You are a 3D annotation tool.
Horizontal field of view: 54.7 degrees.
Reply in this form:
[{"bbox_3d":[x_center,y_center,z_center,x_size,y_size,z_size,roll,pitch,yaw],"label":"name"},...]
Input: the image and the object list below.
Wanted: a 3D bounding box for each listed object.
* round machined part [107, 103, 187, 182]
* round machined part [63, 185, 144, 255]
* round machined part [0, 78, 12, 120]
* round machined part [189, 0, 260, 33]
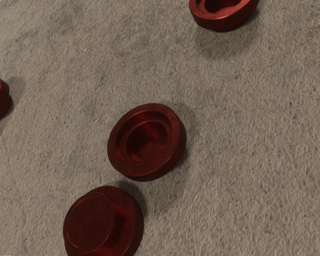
[{"bbox_3d":[-0.013,0.021,0.385,0.098,0.042,0.098,-13,56,20],"label":"round machined part"},{"bbox_3d":[-0.072,0.113,0.360,0.098,0.042,0.098,-13,56,20],"label":"round machined part"},{"bbox_3d":[-0.324,-0.048,0.589,0.098,0.042,0.098,-13,56,20],"label":"round machined part"},{"bbox_3d":[0.096,-0.179,0.452,0.098,0.042,0.098,-13,56,20],"label":"round machined part"}]
